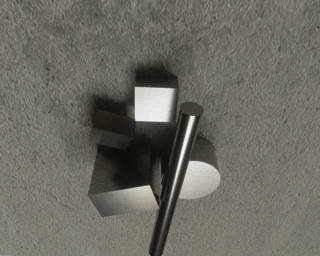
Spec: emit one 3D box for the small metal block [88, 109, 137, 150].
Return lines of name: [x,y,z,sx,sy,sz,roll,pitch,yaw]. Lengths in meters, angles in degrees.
small metal block: [-0.062,0.004,0.397,0.050,0.025,0.050,14,154,-13]

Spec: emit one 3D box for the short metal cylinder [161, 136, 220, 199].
short metal cylinder: [0.042,0.056,0.439,0.081,0.050,0.079,0,130,0]

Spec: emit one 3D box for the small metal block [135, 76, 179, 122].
small metal block: [-0.005,-0.035,0.378,0.050,0.025,0.050,2,130,-2]

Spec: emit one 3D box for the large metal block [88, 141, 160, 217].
large metal block: [-0.046,0.070,0.430,0.080,0.080,0.050,-11,129,8]

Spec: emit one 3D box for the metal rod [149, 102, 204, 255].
metal rod: [0.013,0.092,0.420,0.025,0.025,0.298,6,130,-5]
